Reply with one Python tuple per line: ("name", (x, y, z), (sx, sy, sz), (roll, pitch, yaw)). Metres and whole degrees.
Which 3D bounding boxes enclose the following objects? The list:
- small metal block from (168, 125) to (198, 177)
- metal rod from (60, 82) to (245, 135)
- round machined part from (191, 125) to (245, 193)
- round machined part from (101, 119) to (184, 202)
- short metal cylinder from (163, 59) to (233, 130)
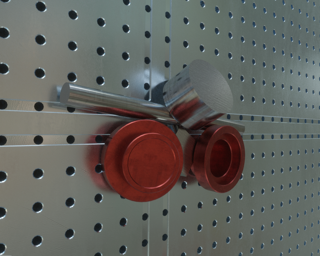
("small metal block", (0.024, 0.031, 0.424), (0.050, 0.025, 0.050), (44, 64, -31))
("metal rod", (0.016, -0.017, 0.418), (0.302, 0.025, 0.025), (9, 84, -40))
("round machined part", (0.081, 0.044, 0.459), (0.099, 0.042, 0.097), (-3, 95, -43))
("round machined part", (-0.016, 0.039, 0.363), (0.099, 0.042, 0.097), (0, 91, -22))
("short metal cylinder", (0.051, -0.043, 0.412), (0.080, 0.050, 0.080), (24, 50, -31))
